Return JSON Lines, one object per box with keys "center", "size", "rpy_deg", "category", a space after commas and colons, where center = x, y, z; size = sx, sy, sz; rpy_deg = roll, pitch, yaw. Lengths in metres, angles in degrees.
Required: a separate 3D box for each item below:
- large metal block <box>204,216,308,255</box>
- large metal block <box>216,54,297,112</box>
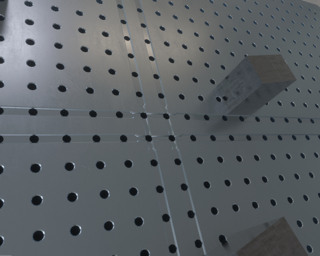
{"center": [0.097, 0.145, 0.336], "size": [0.081, 0.080, 0.050], "rpy_deg": [-18, 71, -35], "category": "large metal block"}
{"center": [0.153, -0.072, 0.498], "size": [0.081, 0.080, 0.050], "rpy_deg": [-10, 67, -32], "category": "large metal block"}
